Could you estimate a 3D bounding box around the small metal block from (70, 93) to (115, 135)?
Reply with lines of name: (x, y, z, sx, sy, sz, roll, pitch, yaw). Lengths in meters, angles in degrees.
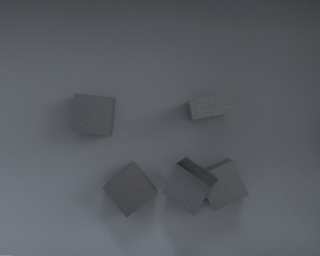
small metal block: (-0.088, -0.018, 0.411, 0.050, 0.025, 0.050, 5, 90, 0)

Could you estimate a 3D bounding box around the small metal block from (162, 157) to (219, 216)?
small metal block: (0.038, 0.074, 0.394, 0.050, 0.025, 0.050, 33, 119, 20)

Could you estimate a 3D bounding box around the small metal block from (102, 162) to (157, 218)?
small metal block: (-0.039, 0.081, 0.411, 0.050, 0.025, 0.050, -39, 90, 0)

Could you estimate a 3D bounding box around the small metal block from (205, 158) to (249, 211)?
small metal block: (0.082, 0.075, 0.412, 0.050, 0.025, 0.050, -24, 90, 0)

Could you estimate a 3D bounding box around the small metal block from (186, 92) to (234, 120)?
small metal block: (0.062, -0.027, 0.399, 0.050, 0.050, 0.025, -10, 90, 0)
